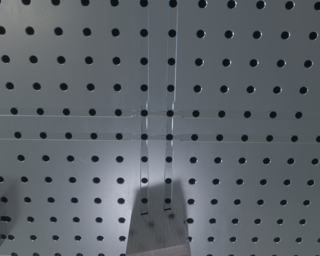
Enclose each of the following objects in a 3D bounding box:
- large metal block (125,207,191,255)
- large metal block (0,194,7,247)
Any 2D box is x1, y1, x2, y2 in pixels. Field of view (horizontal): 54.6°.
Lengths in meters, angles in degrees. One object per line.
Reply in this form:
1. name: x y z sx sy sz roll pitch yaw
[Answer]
1. large metal block: 0.000 0.166 0.445 0.080 0.080 0.050 -12 110 4
2. large metal block: -0.277 0.140 0.450 0.080 0.050 0.079 6 110 -2
